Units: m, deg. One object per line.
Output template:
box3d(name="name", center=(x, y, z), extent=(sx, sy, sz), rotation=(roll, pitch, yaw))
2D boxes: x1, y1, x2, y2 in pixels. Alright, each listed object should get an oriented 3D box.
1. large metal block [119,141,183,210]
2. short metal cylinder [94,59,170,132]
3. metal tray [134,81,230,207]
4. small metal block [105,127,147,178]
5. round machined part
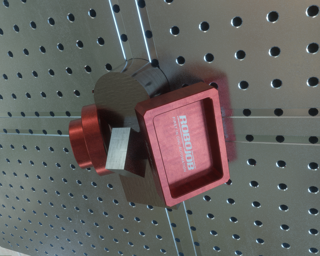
box3d(name="large metal block", center=(-0.009, 0.063, 0.438), extent=(0.080, 0.050, 0.080), rotation=(2, 120, 27))
box3d(name="short metal cylinder", center=(-0.034, -0.040, 0.387), extent=(0.080, 0.050, 0.079), rotation=(13, 124, 21))
box3d(name="metal tray", center=(0.030, 0.020, 0.368), extent=(0.030, 0.091, 0.129), rotation=(-137, 31, -60))
box3d(name="small metal block", center=(-0.038, 0.031, 0.380), extent=(0.025, 0.050, 0.050), rotation=(-2, 160, 26))
box3d(name="round machined part", center=(-0.091, 0.018, 0.418), extent=(0.042, 0.098, 0.097), rotation=(-14, 116, -2))
